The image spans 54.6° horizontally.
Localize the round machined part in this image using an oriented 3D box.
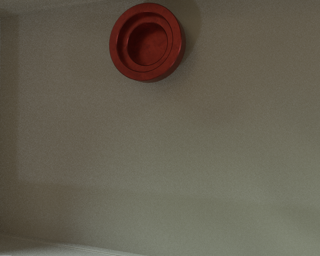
[{"bbox_3d":[-0.013,-0.108,0.407,0.098,0.042,0.097,0,90,20],"label":"round machined part"}]
